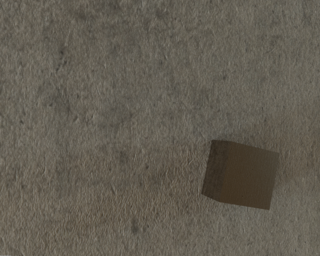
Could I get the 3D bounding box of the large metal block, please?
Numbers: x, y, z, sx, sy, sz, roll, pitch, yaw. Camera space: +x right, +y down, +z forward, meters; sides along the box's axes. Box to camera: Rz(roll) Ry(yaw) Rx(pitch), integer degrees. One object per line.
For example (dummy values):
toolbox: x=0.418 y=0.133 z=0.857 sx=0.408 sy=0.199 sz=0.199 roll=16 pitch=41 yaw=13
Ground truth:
large metal block: x=0.113 y=0.065 z=0.437 sx=0.081 sy=0.050 sz=0.080 roll=14 pitch=86 yaw=-20
